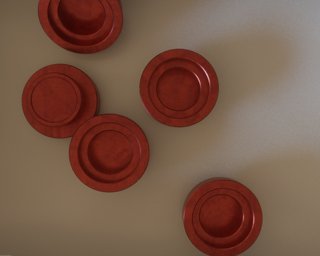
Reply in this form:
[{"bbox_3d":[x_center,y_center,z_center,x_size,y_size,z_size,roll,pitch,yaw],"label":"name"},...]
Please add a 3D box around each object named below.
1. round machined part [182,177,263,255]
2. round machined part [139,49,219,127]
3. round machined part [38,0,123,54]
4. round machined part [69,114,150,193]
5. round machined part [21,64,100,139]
[{"bbox_3d":[0.078,0.112,0.404,0.099,0.042,0.097,0,90,-1],"label":"round machined part"},{"bbox_3d":[0.024,-0.050,0.403,0.099,0.042,0.097,0,90,-1],"label":"round machined part"},{"bbox_3d":[-0.096,-0.145,0.385,0.099,0.042,0.097,-5,135,-5],"label":"round machined part"},{"bbox_3d":[-0.063,0.030,0.400,0.099,0.042,0.097,0,93,-3],"label":"round machined part"},{"bbox_3d":[-0.131,-0.035,0.401,0.099,0.042,0.097,0,90,-1],"label":"round machined part"}]
